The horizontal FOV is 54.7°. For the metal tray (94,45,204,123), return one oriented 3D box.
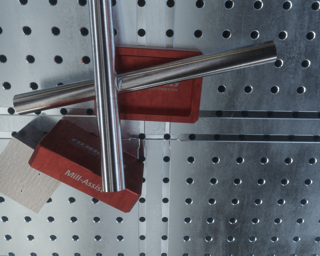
[{"bbox_3d":[-0.014,-0.056,0.389,0.131,0.030,0.089,3,110,-2],"label":"metal tray"}]

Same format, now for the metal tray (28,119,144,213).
[{"bbox_3d":[-0.085,0.045,0.394,0.131,0.090,0.030,29,107,-11],"label":"metal tray"}]

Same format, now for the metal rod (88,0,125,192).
[{"bbox_3d":[-0.061,-0.081,0.334,0.025,0.025,0.298,-4,92,1],"label":"metal rod"}]

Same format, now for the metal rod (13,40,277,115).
[{"bbox_3d":[-0.020,-0.057,0.359,0.302,0.025,0.025,-11,110,3],"label":"metal rod"}]

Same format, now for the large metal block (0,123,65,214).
[{"bbox_3d":[-0.171,0.054,0.418,0.080,0.050,0.080,36,106,-13],"label":"large metal block"}]
